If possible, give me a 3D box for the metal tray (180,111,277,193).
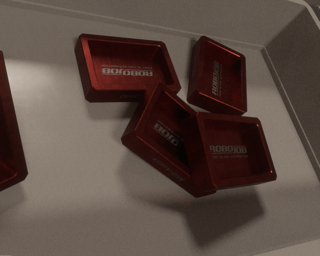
[{"bbox_3d":[0.091,0.030,0.395,0.131,0.030,0.090,3,68,-40],"label":"metal tray"}]

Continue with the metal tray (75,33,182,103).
[{"bbox_3d":[-0.043,-0.081,0.429,0.131,0.030,0.090,-4,64,-30],"label":"metal tray"}]

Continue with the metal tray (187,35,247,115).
[{"bbox_3d":[0.095,-0.083,0.506,0.091,0.030,0.130,21,54,-16],"label":"metal tray"}]

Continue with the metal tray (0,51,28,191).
[{"bbox_3d":[-0.165,0.003,0.248,0.030,0.129,0.091,25,36,34],"label":"metal tray"}]

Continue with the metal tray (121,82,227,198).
[{"bbox_3d":[0.024,0.016,0.387,0.130,0.030,0.090,39,50,-20],"label":"metal tray"}]
